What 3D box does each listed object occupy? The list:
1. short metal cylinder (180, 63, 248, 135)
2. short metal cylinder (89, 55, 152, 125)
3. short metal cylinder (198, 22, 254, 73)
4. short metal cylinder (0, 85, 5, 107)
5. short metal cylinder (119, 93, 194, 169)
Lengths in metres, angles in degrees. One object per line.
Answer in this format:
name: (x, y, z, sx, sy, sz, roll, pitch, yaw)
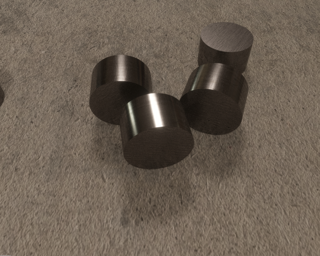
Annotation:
short metal cylinder: (0.069, -0.036, 0.399, 0.080, 0.080, 0.050, 15, 52, 11)
short metal cylinder: (-0.050, -0.049, 0.408, 0.081, 0.080, 0.050, -3, 50, -3)
short metal cylinder: (0.103, -0.125, 0.493, 0.081, 0.050, 0.080, 0, 50, 0)
short metal cylinder: (-0.267, -0.054, 0.429, 0.081, 0.050, 0.080, 0, 50, 0)
short metal cylinder: (-0.005, 0.005, 0.363, 0.081, 0.080, 0.050, -8, 51, -7)
